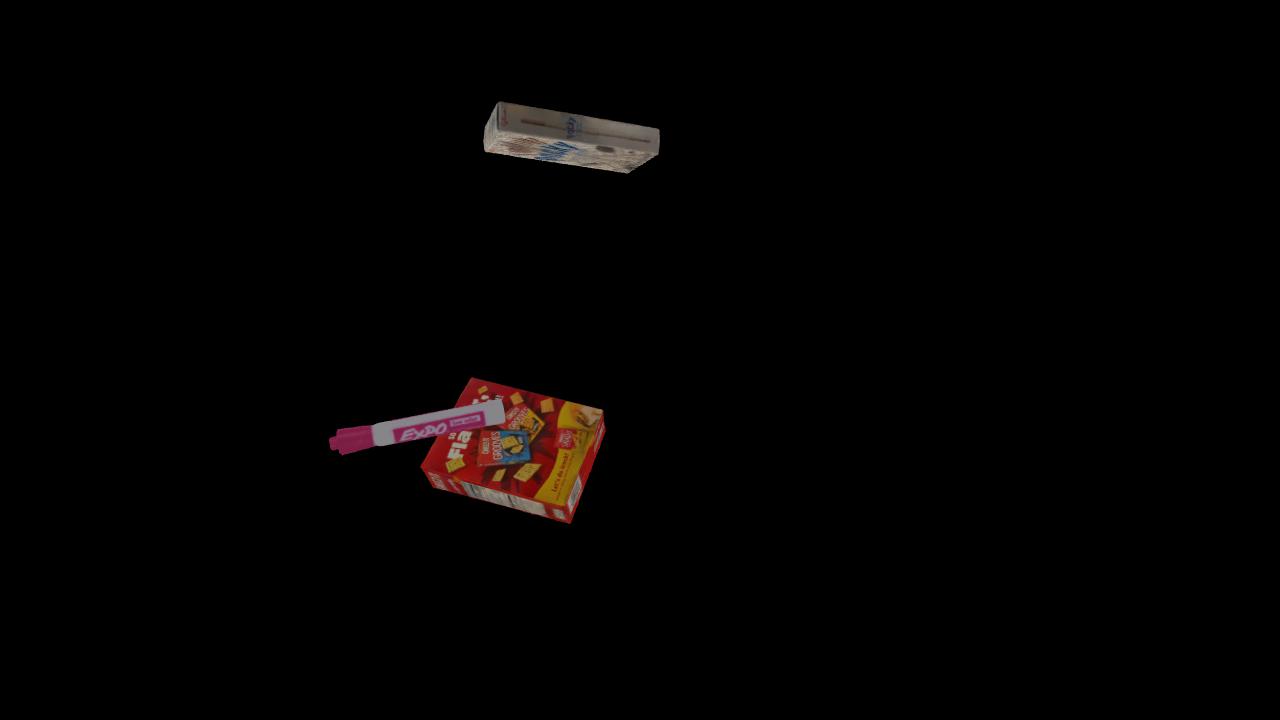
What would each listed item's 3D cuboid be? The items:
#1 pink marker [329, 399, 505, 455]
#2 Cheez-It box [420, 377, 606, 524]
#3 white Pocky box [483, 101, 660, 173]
[{"bbox_3d":[-0.161,0.049,0.450,0.121,0.020,0.020,-10,3,-19],"label":"pink marker"},{"bbox_3d":[-0.180,0.129,0.904,0.223,0.166,0.071,12,-37,10],"label":"Cheez-It box"},{"bbox_3d":[-0.066,-0.211,0.591,0.154,0.028,0.084,1,4,-22],"label":"white Pocky box"}]
